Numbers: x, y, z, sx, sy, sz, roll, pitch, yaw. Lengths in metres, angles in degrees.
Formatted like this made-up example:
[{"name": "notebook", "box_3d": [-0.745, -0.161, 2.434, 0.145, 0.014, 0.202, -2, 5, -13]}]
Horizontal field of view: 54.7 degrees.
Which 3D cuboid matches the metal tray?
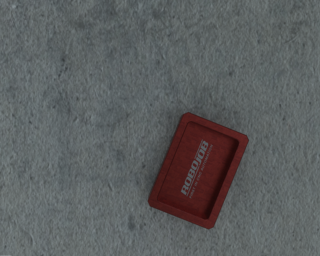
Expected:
[{"name": "metal tray", "box_3d": [0.049, 0.054, 0.408, 0.090, 0.030, 0.129, 22, 90, -1]}]
